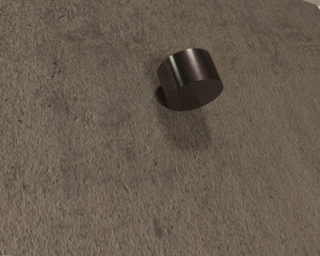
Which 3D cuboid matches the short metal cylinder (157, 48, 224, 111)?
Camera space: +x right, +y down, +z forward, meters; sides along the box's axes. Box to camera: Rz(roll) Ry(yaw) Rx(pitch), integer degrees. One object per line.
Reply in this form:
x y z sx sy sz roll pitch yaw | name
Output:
0.042 -0.065 0.433 0.081 0.080 0.050 -3 63 -30 | short metal cylinder
